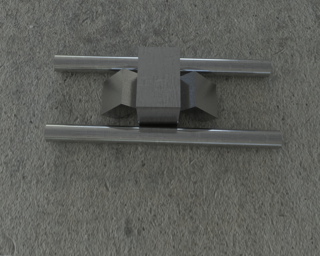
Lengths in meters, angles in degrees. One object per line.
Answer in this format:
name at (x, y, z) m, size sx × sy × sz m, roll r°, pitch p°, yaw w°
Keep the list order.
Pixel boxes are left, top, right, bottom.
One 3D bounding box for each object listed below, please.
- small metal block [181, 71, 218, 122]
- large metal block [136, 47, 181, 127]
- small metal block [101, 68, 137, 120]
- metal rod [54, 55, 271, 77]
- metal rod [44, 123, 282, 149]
small metal block at (0.051, -0.040, 0.410) m, size 0.025 × 0.050 × 0.050 m, roll -17°, pitch 64°, yaw 39°
large metal block at (-0.002, -0.048, 0.400) m, size 0.050 × 0.080 × 0.080 m, roll 1°, pitch 70°, yaw 0°
small metal block at (-0.053, -0.044, 0.410) m, size 0.025 × 0.050 × 0.050 m, roll 16°, pitch 65°, yaw -37°
metal rod at (0.004, -0.088, 0.442) m, size 0.302 × 0.025 × 0.025 m, roll 1°, pitch 70°, yaw 0°
metal rod at (0.004, 0.011, 0.405) m, size 0.302 × 0.025 × 0.025 m, roll 2°, pitch 70°, yaw 0°
